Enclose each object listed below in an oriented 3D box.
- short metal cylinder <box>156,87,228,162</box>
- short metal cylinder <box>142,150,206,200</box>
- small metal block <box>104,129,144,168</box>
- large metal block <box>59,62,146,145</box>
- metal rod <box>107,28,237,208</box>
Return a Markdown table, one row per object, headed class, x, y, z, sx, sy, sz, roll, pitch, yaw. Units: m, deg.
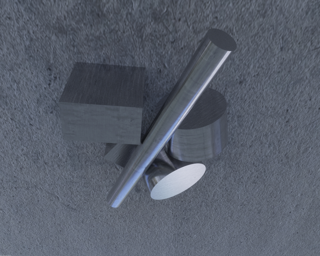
| class | x | y | z | sx | sy | sz | roll | pitch | yaw |
| --- | --- | --- | --- | --- | --- | --- | --- | --- | --- |
| short metal cylinder | 0.039 | -0.006 | 0.366 | 0.080 | 0.080 | 0.050 | -7 | 130 | 6 |
| short metal cylinder | 0.013 | 0.052 | 0.414 | 0.081 | 0.050 | 0.080 | -22 | 148 | -14 |
| small metal block | -0.042 | 0.029 | 0.432 | 0.050 | 0.025 | 0.050 | 32 | 123 | -24 |
| large metal block | -0.059 | -0.029 | 0.346 | 0.081 | 0.080 | 0.050 | 4 | 130 | -4 |
| metal rod | -0.009 | 0.019 | 0.340 | 0.025 | 0.025 | 0.298 | 17 | 139 | -14 |
